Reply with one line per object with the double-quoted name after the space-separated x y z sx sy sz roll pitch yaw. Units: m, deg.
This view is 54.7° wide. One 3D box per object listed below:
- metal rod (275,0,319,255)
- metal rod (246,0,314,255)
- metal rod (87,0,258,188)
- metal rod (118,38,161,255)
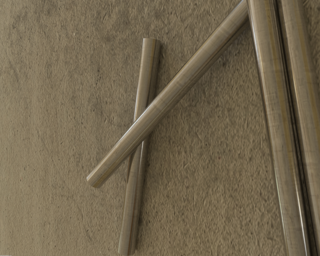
0.141 0.009 0.288 0.025 0.025 0.298 -12 82 39 "metal rod"
0.116 0.006 0.297 0.025 0.025 0.298 -10 87 39 "metal rod"
0.002 -0.028 0.380 0.299 0.025 0.025 -47 62 21 "metal rod"
-0.029 0.030 0.429 0.025 0.025 0.298 12 98 39 "metal rod"
